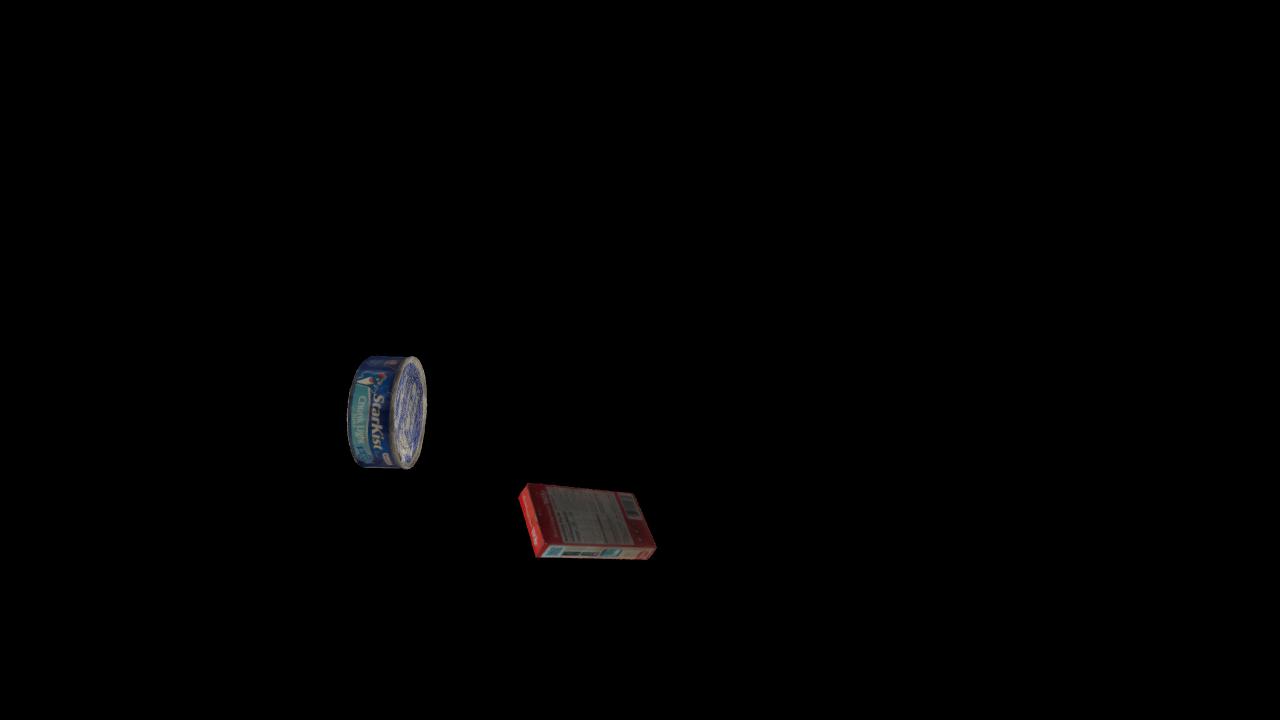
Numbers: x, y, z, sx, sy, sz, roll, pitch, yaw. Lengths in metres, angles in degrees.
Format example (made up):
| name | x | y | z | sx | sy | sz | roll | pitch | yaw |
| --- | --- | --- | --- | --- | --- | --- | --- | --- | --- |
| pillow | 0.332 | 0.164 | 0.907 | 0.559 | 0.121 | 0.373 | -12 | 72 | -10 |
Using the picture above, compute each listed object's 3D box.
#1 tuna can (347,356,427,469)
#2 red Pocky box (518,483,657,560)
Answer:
| name | x | y | z | sx | sy | sz | roll | pitch | yaw |
| --- | --- | --- | --- | --- | --- | --- | --- | --- | --- |
| tuna can | -0.186 | 0.038 | 0.456 | 0.034 | 0.084 | 0.084 | 2 | 0 | -5 |
| red Pocky box | -0.059 | 0.185 | 0.701 | 0.155 | 0.028 | 0.083 | 16 | 33 | -37 |
